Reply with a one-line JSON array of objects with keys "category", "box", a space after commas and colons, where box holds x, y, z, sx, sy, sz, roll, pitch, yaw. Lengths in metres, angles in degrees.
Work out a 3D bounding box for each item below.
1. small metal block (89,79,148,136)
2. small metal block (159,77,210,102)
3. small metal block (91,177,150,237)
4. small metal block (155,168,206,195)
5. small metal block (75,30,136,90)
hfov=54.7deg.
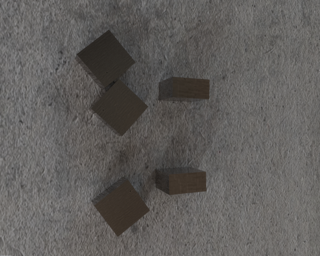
[{"category": "small metal block", "box": [-0.052, -0.025, 0.390, 0.050, 0.025, 0.050, 44, 76, -15]}, {"category": "small metal block", "box": [0.030, -0.049, 0.407, 0.050, 0.050, 0.025, 1, 90, -20]}, {"category": "small metal block", "box": [-0.050, 0.098, 0.391, 0.050, 0.025, 0.050, -37, 102, -16]}, {"category": "small metal block", "box": [0.026, 0.068, 0.405, 0.050, 0.050, 0.025, -1, 91, -20]}, {"category": "small metal block", "box": [-0.068, -0.084, 0.384, 0.050, 0.025, 0.050, -43, 104, -15]}]
